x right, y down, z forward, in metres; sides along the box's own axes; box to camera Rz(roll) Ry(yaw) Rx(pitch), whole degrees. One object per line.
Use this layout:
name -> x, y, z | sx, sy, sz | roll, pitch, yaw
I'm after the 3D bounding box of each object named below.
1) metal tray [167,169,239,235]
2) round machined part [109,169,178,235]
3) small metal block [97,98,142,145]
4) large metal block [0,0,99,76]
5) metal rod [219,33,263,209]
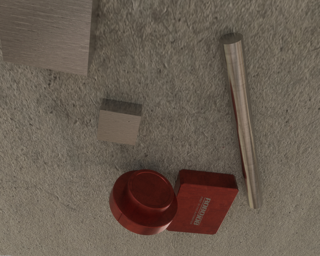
metal tray -> 0.065, 0.126, 0.512 | 0.091, 0.030, 0.129 | 7, 130, -7
round machined part -> -0.019, 0.098, 0.443 | 0.099, 0.098, 0.042 | 17, 128, -14
small metal block -> -0.053, -0.007, 0.400 | 0.050, 0.025, 0.050 | 9, 130, -8
large metal block -> -0.105, -0.104, 0.301 | 0.081, 0.050, 0.079 | 9, 130, -8
metal rod -> 0.116, 0.014, 0.420 | 0.025, 0.025, 0.299 | -13, 129, 10
